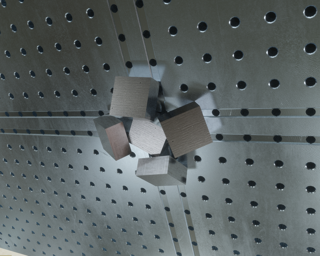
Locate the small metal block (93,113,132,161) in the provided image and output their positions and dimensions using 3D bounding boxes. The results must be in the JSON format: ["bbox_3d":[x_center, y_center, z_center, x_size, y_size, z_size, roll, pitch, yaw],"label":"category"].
[{"bbox_3d":[-0.067,0.012,0.437,0.050,0.025,0.050,29,138,56],"label":"small metal block"}]

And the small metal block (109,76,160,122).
[{"bbox_3d":[-0.032,-0.037,0.388,0.050,0.025,0.050,6,85,25],"label":"small metal block"}]

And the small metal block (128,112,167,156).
[{"bbox_3d":[-0.012,0.006,0.419,0.050,0.025,0.050,28,128,10],"label":"small metal block"}]

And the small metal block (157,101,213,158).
[{"bbox_3d":[0.031,0.002,0.380,0.050,0.025,0.050,-23,110,-1],"label":"small metal block"}]

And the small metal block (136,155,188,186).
[{"bbox_3d":[0.003,0.061,0.430,0.050,0.025,0.050,-9,150,32],"label":"small metal block"}]
